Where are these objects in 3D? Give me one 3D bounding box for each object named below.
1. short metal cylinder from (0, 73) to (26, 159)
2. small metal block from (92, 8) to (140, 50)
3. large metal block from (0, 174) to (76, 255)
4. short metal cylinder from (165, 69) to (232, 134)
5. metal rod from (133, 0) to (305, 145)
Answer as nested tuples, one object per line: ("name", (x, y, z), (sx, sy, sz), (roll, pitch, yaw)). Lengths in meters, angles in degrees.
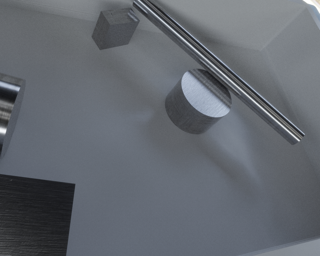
("short metal cylinder", (-0.164, -0.015, 0.291), (0.050, 0.080, 0.080), (16, 55, -20))
("small metal block", (-0.064, -0.142, 0.443), (0.050, 0.050, 0.025), (-24, 75, -37))
("large metal block", (-0.124, 0.089, 0.269), (0.081, 0.050, 0.080), (13, 56, -22))
("short metal cylinder", (0.054, -0.038, 0.444), (0.081, 0.050, 0.080), (14, 56, -21))
("metal rod", (0.082, -0.084, 0.439), (0.300, 0.025, 0.025), (41, 51, 0))
